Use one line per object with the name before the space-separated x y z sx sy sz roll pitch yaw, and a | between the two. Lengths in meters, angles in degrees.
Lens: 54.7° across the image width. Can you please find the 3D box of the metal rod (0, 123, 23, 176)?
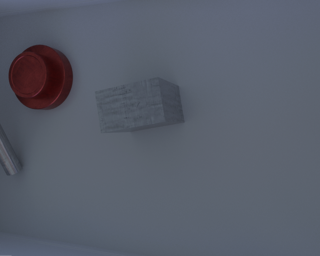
metal rod | -0.271 -0.065 0.438 0.025 0.025 0.298 -9 112 19

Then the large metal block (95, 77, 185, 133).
large metal block | -0.022 -0.025 0.388 0.080 0.080 0.050 -10 87 19

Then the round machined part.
round machined part | -0.185 -0.077 0.465 0.098 0.042 0.097 0 90 19
